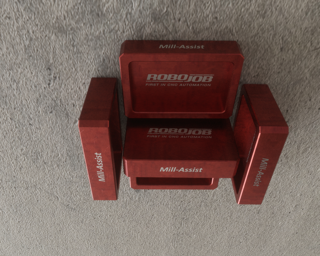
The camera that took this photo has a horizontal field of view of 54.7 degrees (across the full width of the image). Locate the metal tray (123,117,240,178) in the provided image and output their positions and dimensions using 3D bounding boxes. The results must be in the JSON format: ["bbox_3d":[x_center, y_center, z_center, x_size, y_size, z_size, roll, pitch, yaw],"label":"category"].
[{"bbox_3d":[0.024,0.017,0.383,0.131,0.090,0.030,1,131,-1],"label":"metal tray"}]

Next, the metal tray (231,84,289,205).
[{"bbox_3d":[0.114,0.022,0.385,0.030,0.090,0.129,1,130,-1],"label":"metal tray"}]

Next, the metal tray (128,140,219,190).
[{"bbox_3d":[0.021,0.049,0.449,0.131,0.030,0.089,0,129,-1],"label":"metal tray"}]

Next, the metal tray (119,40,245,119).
[{"bbox_3d":[0.023,-0.054,0.360,0.131,0.030,0.089,0,133,-1],"label":"metal tray"}]

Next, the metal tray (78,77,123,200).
[{"bbox_3d":[-0.067,0.015,0.378,0.030,0.090,0.129,1,131,-1],"label":"metal tray"}]
